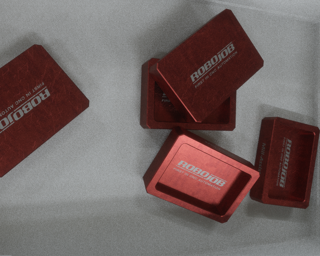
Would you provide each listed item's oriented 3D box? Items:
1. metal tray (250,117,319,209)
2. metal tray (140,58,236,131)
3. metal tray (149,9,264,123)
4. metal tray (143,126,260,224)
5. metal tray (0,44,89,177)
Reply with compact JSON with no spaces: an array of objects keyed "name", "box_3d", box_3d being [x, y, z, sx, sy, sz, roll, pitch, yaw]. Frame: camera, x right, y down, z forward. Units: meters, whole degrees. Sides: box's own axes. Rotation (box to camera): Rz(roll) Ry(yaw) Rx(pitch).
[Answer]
[{"name":"metal tray","box_3d":[0.195,0.054,0.481,0.091,0.030,0.129,12,86,-20]},{"name":"metal tray","box_3d":[0.041,-0.042,0.423,0.131,0.030,0.089,2,90,-21]},{"name":"metal tray","box_3d":[0.063,-0.079,0.400,0.130,0.030,0.090,-41,103,-16]},{"name":"metal tray","box_3d":[0.055,0.065,0.412,0.131,0.030,0.090,26,103,-19]},{"name":"metal tray","box_3d":[-0.159,-0.020,0.349,0.130,0.030,0.090,-42,104,-15]}]
